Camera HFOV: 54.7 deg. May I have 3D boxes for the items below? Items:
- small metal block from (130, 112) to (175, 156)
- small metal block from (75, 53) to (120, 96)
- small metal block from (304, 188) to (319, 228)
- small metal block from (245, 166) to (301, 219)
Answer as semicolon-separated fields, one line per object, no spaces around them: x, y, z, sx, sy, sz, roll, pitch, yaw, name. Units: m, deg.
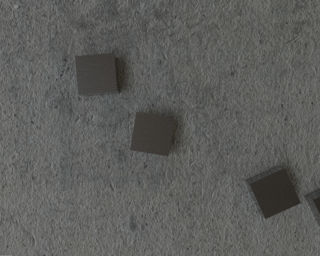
-0.010;0.008;0.410;0.050;0.025;0.050;9;90;0;small metal block
-0.082;-0.070;0.409;0.050;0.025;0.050;-5;90;0;small metal block
0.231;0.104;0.412;0.050;0.025;0.050;-26;90;0;small metal block
0.148;0.084;0.411;0.050;0.025;0.050;-24;90;0;small metal block
